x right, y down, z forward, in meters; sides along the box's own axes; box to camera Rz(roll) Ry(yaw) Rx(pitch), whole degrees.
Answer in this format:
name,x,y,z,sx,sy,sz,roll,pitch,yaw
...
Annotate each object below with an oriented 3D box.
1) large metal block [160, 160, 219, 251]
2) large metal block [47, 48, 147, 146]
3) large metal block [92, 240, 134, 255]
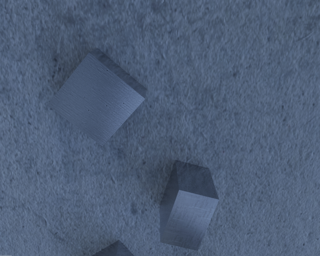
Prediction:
name,x,y,z,sx,sy,sz,roll,pitch,yaw
large metal block,0.035,0.101,0.418,0.050,0.080,0.079,15,109,-6
large metal block,-0.074,-0.039,0.381,0.080,0.050,0.080,39,105,-14
large metal block,-0.082,0.230,0.464,0.080,0.080,0.050,-33,107,11
